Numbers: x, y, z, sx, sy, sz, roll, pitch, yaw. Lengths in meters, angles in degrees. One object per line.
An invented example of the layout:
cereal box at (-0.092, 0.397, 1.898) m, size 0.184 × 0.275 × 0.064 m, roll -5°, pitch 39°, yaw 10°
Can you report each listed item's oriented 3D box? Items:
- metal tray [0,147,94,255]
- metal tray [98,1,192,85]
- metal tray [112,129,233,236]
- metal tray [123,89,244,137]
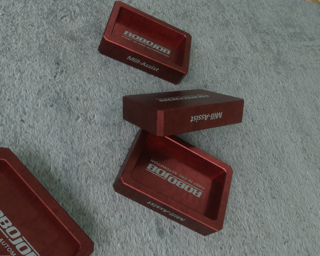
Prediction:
metal tray at (-0.135, 0.091, 0.271) m, size 0.130 × 0.030 × 0.091 m, roll 47°, pitch 51°, yaw 4°
metal tray at (-0.018, -0.129, 0.468) m, size 0.131 × 0.030 × 0.090 m, roll 20°, pitch 54°, yaw -17°
metal tray at (0.020, 0.060, 0.374) m, size 0.131 × 0.030 × 0.090 m, roll 29°, pitch 52°, yaw -10°
metal tray at (0.030, -0.024, 0.394) m, size 0.131 × 0.090 × 0.030 m, roll -9°, pitch 110°, yaw -32°
